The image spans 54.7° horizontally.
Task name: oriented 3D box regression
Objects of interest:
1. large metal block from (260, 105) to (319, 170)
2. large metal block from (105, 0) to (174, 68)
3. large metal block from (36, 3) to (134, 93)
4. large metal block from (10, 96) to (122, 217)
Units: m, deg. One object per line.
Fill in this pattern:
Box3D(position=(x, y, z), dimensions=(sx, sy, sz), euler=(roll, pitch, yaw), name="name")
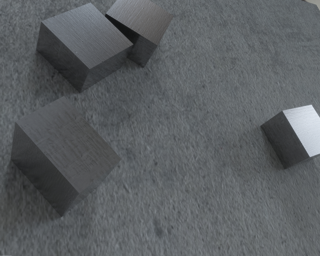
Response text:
Box3D(position=(0.226, 0.013, 0.504), dimensions=(0.081, 0.050, 0.080), euler=(-11, 67, -33), name="large metal block")
Box3D(position=(-0.036, -0.150, 0.462), dimensions=(0.080, 0.050, 0.080), euler=(30, 52, -10), name="large metal block")
Box3D(position=(-0.097, -0.105, 0.401), dimensions=(0.080, 0.050, 0.080), euler=(45, 51, 2), name="large metal block")
Box3D(position=(-0.094, 0.030, 0.300), dimensions=(0.080, 0.080, 0.050), euler=(47, 51, 4), name="large metal block")
